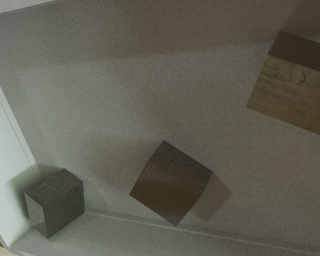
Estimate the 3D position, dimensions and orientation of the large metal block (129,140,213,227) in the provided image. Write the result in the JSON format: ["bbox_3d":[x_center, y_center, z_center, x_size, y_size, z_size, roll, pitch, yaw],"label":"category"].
[{"bbox_3d":[0.014,0.078,0.433,0.080,0.050,0.079,33,129,6],"label":"large metal block"}]

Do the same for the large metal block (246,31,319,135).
[{"bbox_3d":[0.132,-0.042,0.278,0.080,0.080,0.050,23,127,14],"label":"large metal block"}]

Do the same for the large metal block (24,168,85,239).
[{"bbox_3d":[-0.182,0.131,0.545,0.050,0.081,0.079,28,129,27],"label":"large metal block"}]
